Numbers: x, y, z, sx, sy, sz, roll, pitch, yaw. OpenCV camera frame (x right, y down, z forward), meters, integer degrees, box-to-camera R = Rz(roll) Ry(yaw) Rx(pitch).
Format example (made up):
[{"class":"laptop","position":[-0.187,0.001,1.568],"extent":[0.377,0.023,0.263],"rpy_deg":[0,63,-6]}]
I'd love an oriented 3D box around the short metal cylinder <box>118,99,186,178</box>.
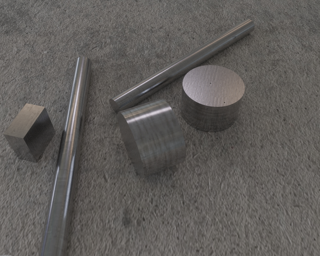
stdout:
[{"class":"short metal cylinder","position":[-0.011,0.011,0.358],"extent":[0.050,0.080,0.080],"rpy_deg":[-20,53,-16]}]

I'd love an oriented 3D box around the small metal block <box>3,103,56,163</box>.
[{"class":"small metal block","position":[-0.158,0.007,0.380],"extent":[0.025,0.050,0.050],"rpy_deg":[11,51,9]}]

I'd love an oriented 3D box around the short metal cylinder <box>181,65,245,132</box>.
[{"class":"short metal cylinder","position":[0.070,-0.041,0.422],"extent":[0.081,0.050,0.080],"rpy_deg":[0,50,0]}]

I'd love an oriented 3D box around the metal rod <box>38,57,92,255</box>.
[{"class":"metal rod","position":[-0.112,0.012,0.392],"extent":[0.025,0.025,0.300],"rpy_deg":[-2,50,-2]}]

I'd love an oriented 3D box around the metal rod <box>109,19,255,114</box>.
[{"class":"metal rod","position":[0.049,-0.107,0.493],"extent":[0.302,0.025,0.025],"rpy_deg":[-35,58,-26]}]
